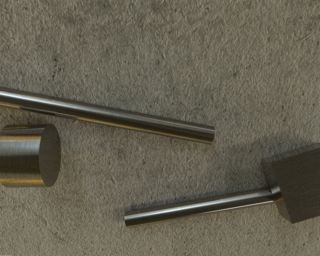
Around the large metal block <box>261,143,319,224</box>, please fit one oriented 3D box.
[{"bbox_3d":[0.191,0.070,0.408,0.080,0.050,0.080,-18,86,3],"label":"large metal block"}]

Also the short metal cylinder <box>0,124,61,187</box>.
[{"bbox_3d":[-0.163,0.035,0.391,0.050,0.080,0.079,-1,110,0],"label":"short metal cylinder"}]

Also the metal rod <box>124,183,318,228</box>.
[{"bbox_3d":[0.098,0.108,0.451,0.302,0.025,0.025,-11,110,3],"label":"metal rod"}]

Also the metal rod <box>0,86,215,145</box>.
[{"bbox_3d":[-0.078,-0.017,0.402,0.302,0.025,0.025,10,110,-5],"label":"metal rod"}]
